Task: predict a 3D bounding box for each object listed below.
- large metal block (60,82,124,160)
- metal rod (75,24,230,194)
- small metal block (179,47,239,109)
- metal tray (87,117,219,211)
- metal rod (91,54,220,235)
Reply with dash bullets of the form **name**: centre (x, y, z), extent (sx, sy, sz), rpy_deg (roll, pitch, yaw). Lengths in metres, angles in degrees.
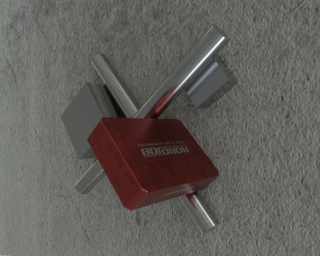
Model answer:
- **large metal block**: centre (-0.095, -0.010, 0.465), extent (0.080, 0.050, 0.080), rpy_deg (-44, 64, 31)
- **metal rod**: centre (-0.026, -0.005, 0.393), extent (0.299, 0.025, 0.025), rpy_deg (-46, 63, 29)
- **small metal block**: centre (0.054, -0.057, 0.360), extent (0.050, 0.025, 0.050), rpy_deg (-43, 65, 31)
- **metal tray**: centre (-0.002, 0.032, 0.337), extent (0.030, 0.131, 0.090), rpy_deg (-50, 60, 29)
- **metal rod**: centre (-0.018, 0.005, 0.420), extent (0.025, 0.025, 0.299), rpy_deg (-49, 61, 28)
